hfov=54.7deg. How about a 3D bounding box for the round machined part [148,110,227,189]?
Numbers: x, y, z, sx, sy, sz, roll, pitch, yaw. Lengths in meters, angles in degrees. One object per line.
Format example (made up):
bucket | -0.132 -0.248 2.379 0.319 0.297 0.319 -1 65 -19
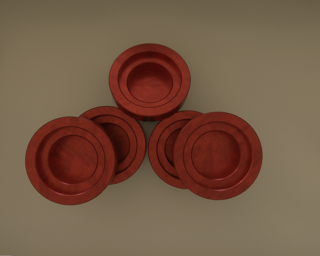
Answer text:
round machined part | 0.034 0.027 0.402 0.099 0.042 0.097 0 90 0

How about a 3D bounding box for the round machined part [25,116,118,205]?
round machined part | -0.098 0.036 0.359 0.099 0.042 0.097 0 90 0

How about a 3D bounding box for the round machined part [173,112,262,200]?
round machined part | 0.064 0.031 0.360 0.099 0.042 0.097 0 90 0

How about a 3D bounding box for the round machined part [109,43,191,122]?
round machined part | -0.013 -0.053 0.391 0.099 0.042 0.098 1 72 -1

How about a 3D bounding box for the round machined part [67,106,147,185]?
round machined part | -0.066 0.022 0.401 0.099 0.042 0.097 0 90 0
